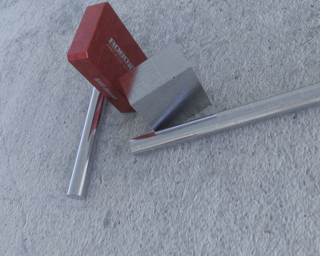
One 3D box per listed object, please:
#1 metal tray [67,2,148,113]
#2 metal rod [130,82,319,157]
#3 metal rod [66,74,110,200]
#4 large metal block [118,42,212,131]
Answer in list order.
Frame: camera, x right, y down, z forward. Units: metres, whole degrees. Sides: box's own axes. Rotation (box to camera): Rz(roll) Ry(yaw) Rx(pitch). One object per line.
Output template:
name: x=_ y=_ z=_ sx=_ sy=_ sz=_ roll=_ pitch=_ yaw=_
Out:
metal tray: x=-0.061 y=-0.090 z=0.422 sx=0.030 sy=0.130 sz=0.090 roll=-2 pitch=61 yaw=27
metal rod: x=0.104 y=-0.016 z=0.358 sx=0.301 sy=0.025 sz=0.025 roll=-17 pitch=55 yaw=18
metal rod: x=-0.095 y=-0.040 z=0.476 sx=0.025 sy=0.025 sz=0.299 roll=-8 pitch=58 yaw=24
large metal block: x=0.008 y=-0.046 z=0.391 sx=0.080 sy=0.080 sz=0.050 roll=-33 pitch=52 yaw=7
